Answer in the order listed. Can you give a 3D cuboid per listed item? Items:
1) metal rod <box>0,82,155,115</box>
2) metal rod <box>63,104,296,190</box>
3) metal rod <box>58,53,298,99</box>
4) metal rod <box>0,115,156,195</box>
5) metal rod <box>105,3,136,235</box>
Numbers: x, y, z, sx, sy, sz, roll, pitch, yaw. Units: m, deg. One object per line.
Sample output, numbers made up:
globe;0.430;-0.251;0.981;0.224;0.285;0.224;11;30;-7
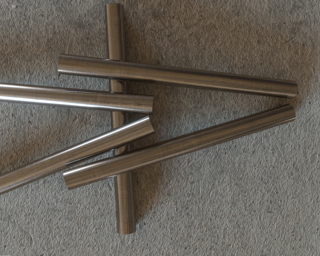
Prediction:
metal rod;-0.157;-0.042;0.395;0.302;0.025;0.025;5;90;5
metal rod;0.030;0.022;0.396;0.302;0.025;0.025;-16;90;-7
metal rod;0.028;-0.065;0.395;0.302;0.025;0.025;5;90;-7
metal rod;-0.149;0.050;0.395;0.301;0.025;0.025;-22;90;5
metal rod;-0.052;-0.012;0.410;0.025;0.025;0.298;-3;90;-1
